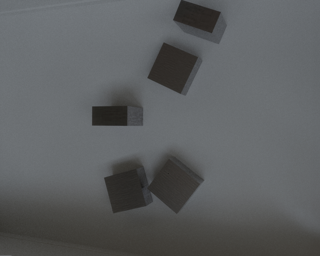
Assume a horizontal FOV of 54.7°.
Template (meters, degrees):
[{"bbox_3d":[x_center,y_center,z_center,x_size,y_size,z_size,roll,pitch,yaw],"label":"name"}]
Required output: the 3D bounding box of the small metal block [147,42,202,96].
[{"bbox_3d":[0.020,-0.076,0.403,0.050,0.025,0.050,28,99,17],"label":"small metal block"}]

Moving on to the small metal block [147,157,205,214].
[{"bbox_3d":[0.021,0.073,0.403,0.050,0.025,0.050,38,102,15],"label":"small metal block"}]

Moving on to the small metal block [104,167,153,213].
[{"bbox_3d":[-0.043,0.085,0.425,0.050,0.025,0.050,-17,84,18],"label":"small metal block"}]

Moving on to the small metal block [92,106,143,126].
[{"bbox_3d":[-0.056,-0.015,0.416,0.050,0.050,0.025,1,90,19],"label":"small metal block"}]

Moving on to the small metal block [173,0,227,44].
[{"bbox_3d":[0.050,-0.129,0.379,0.050,0.050,0.025,25,98,18],"label":"small metal block"}]
